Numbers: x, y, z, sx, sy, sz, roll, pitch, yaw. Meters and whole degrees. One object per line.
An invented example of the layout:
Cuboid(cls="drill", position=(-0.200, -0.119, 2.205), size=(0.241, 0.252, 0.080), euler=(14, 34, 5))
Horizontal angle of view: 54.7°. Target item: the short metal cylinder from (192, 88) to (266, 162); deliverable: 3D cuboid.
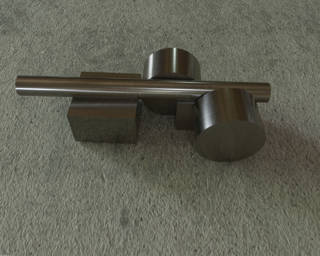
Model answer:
Cuboid(cls="short metal cylinder", position=(0.080, -0.002, 0.371), size=(0.081, 0.080, 0.050), euler=(0, 50, -1))

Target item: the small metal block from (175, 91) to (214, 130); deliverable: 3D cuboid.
Cuboid(cls="small metal block", position=(0.046, -0.022, 0.406), size=(0.050, 0.050, 0.025), euler=(1, 50, 0))

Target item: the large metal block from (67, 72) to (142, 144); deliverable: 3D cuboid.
Cuboid(cls="large metal block", position=(-0.067, -0.027, 0.407), size=(0.081, 0.050, 0.080), euler=(3, 50, 1))

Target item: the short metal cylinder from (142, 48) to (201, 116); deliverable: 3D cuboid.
Cuboid(cls="short metal cylinder", position=(0.016, -0.061, 0.421), size=(0.081, 0.080, 0.050), euler=(2, 50, 1))

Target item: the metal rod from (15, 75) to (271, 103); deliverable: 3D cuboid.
Cuboid(cls="metal rod", position=(-0.019, -0.048, 0.378), size=(0.302, 0.025, 0.025), euler=(2, 50, -1))
